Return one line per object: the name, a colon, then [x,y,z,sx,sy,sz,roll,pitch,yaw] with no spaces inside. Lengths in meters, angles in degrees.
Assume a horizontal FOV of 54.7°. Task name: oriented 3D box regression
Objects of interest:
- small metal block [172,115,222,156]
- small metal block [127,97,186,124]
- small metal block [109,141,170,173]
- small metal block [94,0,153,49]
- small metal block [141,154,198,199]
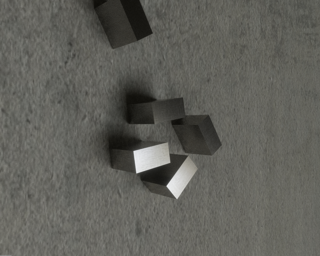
small metal block: [0.052,0.010,0.434,0.025,0.050,0.050,-41,115,-32]
small metal block: [-0.005,-0.021,0.386,0.050,0.050,0.025,-13,99,-40]
small metal block: [-0.024,0.033,0.370,0.050,0.050,0.025,-12,98,-40]
small metal block: [-0.042,-0.123,0.354,0.025,0.050,0.050,-37,113,-34]
small metal block: [0.012,0.060,0.401,0.050,0.050,0.025,-51,120,-28]
